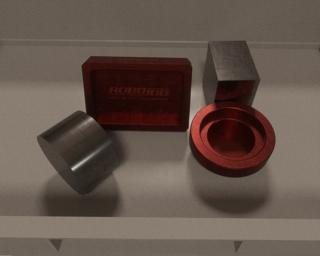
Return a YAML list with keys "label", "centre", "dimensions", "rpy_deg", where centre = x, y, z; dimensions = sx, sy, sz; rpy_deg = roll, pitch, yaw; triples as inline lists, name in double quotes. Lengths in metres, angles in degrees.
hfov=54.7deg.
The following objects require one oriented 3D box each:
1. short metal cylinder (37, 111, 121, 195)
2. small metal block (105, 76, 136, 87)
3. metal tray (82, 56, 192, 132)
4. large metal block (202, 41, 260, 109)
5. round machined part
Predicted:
- label: "short metal cylinder"
  centre: [-0.090, 0.027, 0.345]
  dimensions: [0.080, 0.080, 0.050]
  rpy_deg: [36, 59, 26]
- label: "small metal block"
  centre: [-0.050, -0.057, 0.436]
  dimensions: [0.050, 0.050, 0.025]
  rpy_deg: [-10, 51, -9]
- label: "metal tray"
  centre: [-0.027, -0.043, 0.395]
  dimensions: [0.131, 0.089, 0.030]
  rpy_deg: [1, 26, 0]
- label: "large metal block"
  centre: [0.092, -0.062, 0.422]
  dimensions: [0.050, 0.080, 0.080]
  rpy_deg: [-2, 50, -2]
- label: "round machined part"
  centre: [0.085, 0.017, 0.378]
  dimensions: [0.099, 0.042, 0.098]
  rpy_deg: [0, 54, 0]
